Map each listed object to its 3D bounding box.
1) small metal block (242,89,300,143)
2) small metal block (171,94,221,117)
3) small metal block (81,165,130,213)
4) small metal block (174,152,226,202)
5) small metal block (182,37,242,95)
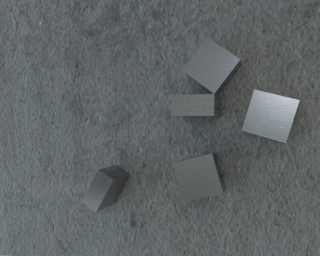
[{"bbox_3d":[0.129,-0.014,0.363,0.050,0.025,0.050,17,96,18],"label":"small metal block"},{"bbox_3d":[0.046,-0.026,0.379,0.050,0.050,0.025,1,90,19],"label":"small metal block"},{"bbox_3d":[-0.072,0.081,0.420,0.025,0.050,0.050,32,100,17],"label":"small metal block"},{"bbox_3d":[0.051,0.061,0.391,0.050,0.025,0.050,-17,85,19],"label":"small metal block"},{"bbox_3d":[0.065,-0.076,0.386,0.050,0.025,0.050,39,102,15],"label":"small metal block"}]
